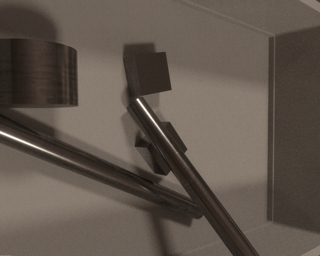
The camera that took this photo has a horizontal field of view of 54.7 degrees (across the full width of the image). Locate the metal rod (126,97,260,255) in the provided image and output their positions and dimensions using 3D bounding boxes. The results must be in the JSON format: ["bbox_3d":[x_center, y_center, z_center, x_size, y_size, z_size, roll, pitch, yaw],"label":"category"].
[{"bbox_3d":[0.057,0.090,0.366,0.025,0.025,0.299,-33,84,-36],"label":"metal rod"}]

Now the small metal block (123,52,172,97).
[{"bbox_3d":[-0.016,-0.069,0.395,0.050,0.025,0.050,-16,101,-39],"label":"small metal block"}]

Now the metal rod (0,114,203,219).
[{"bbox_3d":[-0.048,0.059,0.367,0.301,0.025,0.025,31,71,-36],"label":"metal rod"}]

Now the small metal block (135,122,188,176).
[{"bbox_3d":[0.003,0.027,0.411,0.050,0.025,0.050,-49,119,-29],"label":"small metal block"}]

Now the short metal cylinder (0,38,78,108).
[{"bbox_3d":[-0.115,-0.044,0.275,0.081,0.080,0.050,-2,92,-40],"label":"short metal cylinder"}]
